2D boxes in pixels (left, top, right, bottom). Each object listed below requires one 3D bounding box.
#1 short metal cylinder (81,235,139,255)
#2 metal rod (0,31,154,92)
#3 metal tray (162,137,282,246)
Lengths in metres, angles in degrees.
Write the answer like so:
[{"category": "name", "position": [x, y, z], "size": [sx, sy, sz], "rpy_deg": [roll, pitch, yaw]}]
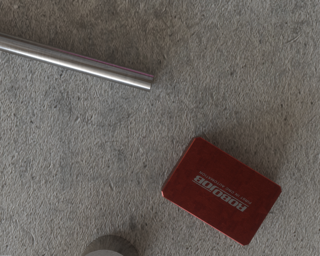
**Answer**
[{"category": "short metal cylinder", "position": [-0.067, 0.186, 0.397], "size": [0.081, 0.050, 0.080], "rpy_deg": [0, 90, 0]}, {"category": "metal rod", "position": [-0.156, -0.099, 0.408], "size": [0.302, 0.025, 0.025], "rpy_deg": [15, 90, 0]}, {"category": "metal tray", "position": [0.079, 0.081, 0.408], "size": [0.130, 0.030, 0.090], "rpy_deg": [32, 90, 0]}]
